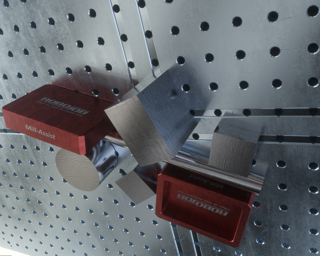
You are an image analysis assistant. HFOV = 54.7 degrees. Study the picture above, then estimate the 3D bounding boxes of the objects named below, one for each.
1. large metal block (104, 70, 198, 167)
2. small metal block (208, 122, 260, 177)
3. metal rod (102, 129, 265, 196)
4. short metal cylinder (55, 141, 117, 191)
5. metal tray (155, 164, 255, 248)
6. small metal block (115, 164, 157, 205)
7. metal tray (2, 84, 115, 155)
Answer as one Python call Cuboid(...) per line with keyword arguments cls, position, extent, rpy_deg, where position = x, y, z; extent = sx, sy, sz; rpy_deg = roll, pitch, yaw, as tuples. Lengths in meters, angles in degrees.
Cuboid(cls="large metal block", position=(-0.007, -0.013, 0.373), extent=(0.050, 0.080, 0.080), rpy_deg=(-20, 108, 36))
Cuboid(cls="small metal block", position=(0.090, 0.026, 0.380), extent=(0.050, 0.025, 0.050), rpy_deg=(16, 125, 19))
Cuboid(cls="metal rod", position=(-0.009, 0.029, 0.434), extent=(0.301, 0.025, 0.025), rpy_deg=(18, 126, 17))
Cuboid(cls="short metal cylinder", position=(-0.115, 0.052, 0.487), extent=(0.080, 0.050, 0.079), rpy_deg=(13, 124, 21))
Cuboid(cls="metal tray", position=(0.060, 0.109, 0.443), extent=(0.130, 0.030, 0.089), rpy_deg=(17, 126, 18))
Cuboid(cls="small metal block", position=(-0.033, 0.086, 0.483), extent=(0.050, 0.025, 0.050), rpy_deg=(48, 129, -6))
Cuboid(cls="metal tray", position=(-0.134, -0.017, 0.428), extent=(0.130, 0.090, 0.030), rpy_deg=(17, 125, 18))
